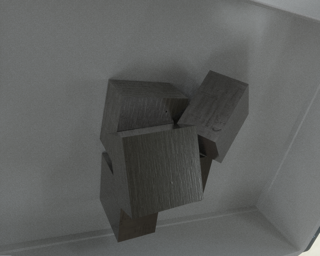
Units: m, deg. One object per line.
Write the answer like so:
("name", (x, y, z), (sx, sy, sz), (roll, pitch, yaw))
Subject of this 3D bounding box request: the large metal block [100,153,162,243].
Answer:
("large metal block", (-0.041, 0.084, 0.402), (0.050, 0.080, 0.079), (-7, 122, -26))

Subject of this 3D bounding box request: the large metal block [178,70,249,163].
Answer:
("large metal block", (0.070, -0.012, 0.391), (0.080, 0.050, 0.080), (-58, 155, -13))

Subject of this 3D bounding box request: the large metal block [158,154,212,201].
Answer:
("large metal block", (0.020, 0.064, 0.440), (0.081, 0.050, 0.079), (-5, 121, -26))

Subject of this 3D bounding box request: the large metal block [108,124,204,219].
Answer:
("large metal block", (-0.005, 0.041, 0.330), (0.081, 0.050, 0.079), (-9, 97, -24))

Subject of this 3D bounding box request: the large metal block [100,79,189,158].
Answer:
("large metal block", (-0.022, -0.010, 0.374), (0.081, 0.050, 0.079), (-1, 119, -28))
